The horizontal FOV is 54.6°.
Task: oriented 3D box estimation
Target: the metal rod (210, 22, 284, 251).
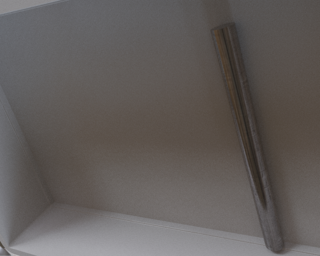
[{"bbox_3d":[0.110,0.028,0.368,0.025,0.025,0.299,-6,116,31],"label":"metal rod"}]
